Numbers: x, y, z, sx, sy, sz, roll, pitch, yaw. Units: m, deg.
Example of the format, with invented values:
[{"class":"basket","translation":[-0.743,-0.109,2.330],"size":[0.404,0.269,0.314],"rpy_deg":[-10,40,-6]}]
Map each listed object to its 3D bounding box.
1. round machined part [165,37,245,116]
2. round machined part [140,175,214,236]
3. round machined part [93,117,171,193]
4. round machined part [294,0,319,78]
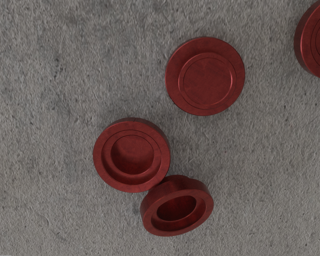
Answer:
[{"class":"round machined part","translation":[0.055,-0.060,0.379],"size":[0.099,0.042,0.097],"rpy_deg":[0,110,0]},{"class":"round machined part","translation":[0.020,0.102,0.427],"size":[0.099,0.042,0.097],"rpy_deg":[-9,130,-11]},{"class":"round machined part","translation":[-0.035,0.032,0.410],"size":[0.099,0.042,0.097],"rpy_deg":[1,107,2]},{"class":"round machined part","translation":[0.206,-0.107,0.363],"size":[0.099,0.042,0.097],"rpy_deg":[0,110,0]}]
